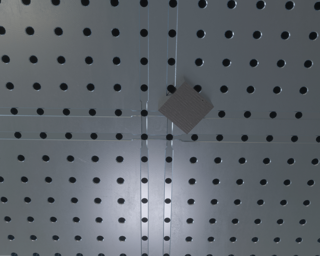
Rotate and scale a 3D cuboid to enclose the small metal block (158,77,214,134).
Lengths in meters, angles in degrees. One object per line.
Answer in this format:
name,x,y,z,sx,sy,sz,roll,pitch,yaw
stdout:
small metal block,0.033,-0.029,0.403,0.050,0.025,0.050,39,105,-13
